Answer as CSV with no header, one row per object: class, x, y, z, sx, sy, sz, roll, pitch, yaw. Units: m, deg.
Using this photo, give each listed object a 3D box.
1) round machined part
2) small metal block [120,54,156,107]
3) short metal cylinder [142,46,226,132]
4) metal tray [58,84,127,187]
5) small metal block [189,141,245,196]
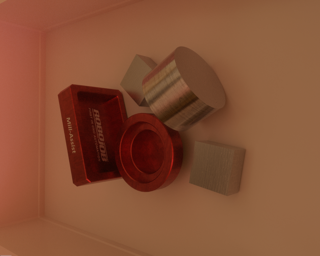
round machined part,-0.010,0.030,0.398,0.098,0.042,0.097,0,90,39
small metal block,-0.021,-0.064,0.420,0.050,0.025,0.050,49,119,30
short metal cylinder,0.027,-0.043,0.345,0.050,0.081,0.080,-36,68,34
metal tray,-0.084,0.009,0.429,0.030,0.091,0.129,-22,76,38
small metal block,0.064,0.044,0.350,0.050,0.025,0.050,12,97,40
